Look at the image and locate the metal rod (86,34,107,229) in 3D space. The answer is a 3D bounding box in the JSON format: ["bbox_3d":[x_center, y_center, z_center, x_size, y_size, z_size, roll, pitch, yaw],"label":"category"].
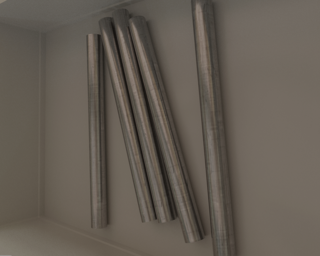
[{"bbox_3d":[-0.099,0.004,0.485,0.025,0.025,0.298,-3,88,39],"label":"metal rod"}]

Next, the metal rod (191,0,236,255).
[{"bbox_3d":[0.061,-0.002,0.355,0.025,0.025,0.298,-8,85,39],"label":"metal rod"}]

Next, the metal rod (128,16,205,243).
[{"bbox_3d":[0.005,-0.008,0.400,0.025,0.025,0.299,-24,75,37],"label":"metal rod"}]

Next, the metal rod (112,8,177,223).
[{"bbox_3d":[-0.024,-0.024,0.424,0.025,0.025,0.299,-22,77,37],"label":"metal rod"}]

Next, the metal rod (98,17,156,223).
[{"bbox_3d":[-0.047,-0.019,0.442,0.025,0.025,0.299,-22,76,37],"label":"metal rod"}]
